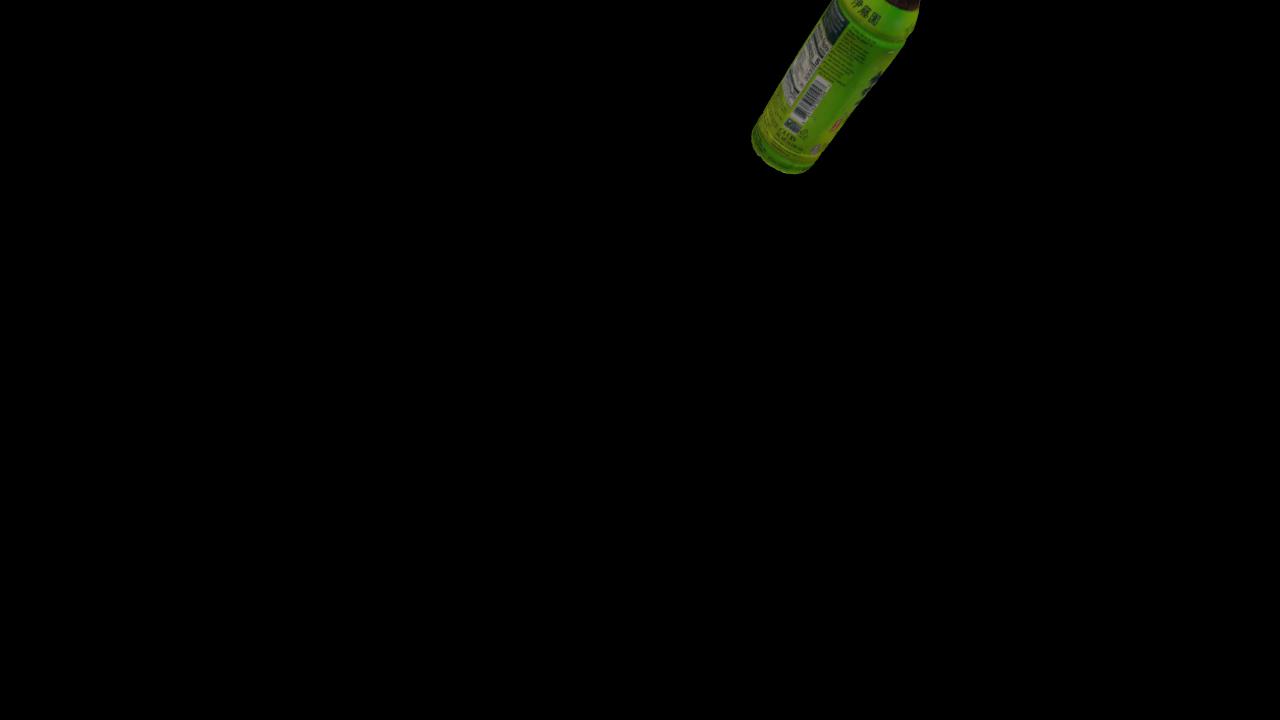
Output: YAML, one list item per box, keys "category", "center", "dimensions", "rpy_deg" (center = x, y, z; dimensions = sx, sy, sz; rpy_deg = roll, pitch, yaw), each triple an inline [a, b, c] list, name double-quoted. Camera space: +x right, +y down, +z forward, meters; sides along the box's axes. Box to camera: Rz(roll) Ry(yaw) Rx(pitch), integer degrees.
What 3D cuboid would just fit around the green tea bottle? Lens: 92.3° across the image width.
- category: "green tea bottle"
  center: [0.172, -0.254, 0.521]
  dimensions: [0.073, 0.073, 0.212]
  rpy_deg: [0, -26, -21]
